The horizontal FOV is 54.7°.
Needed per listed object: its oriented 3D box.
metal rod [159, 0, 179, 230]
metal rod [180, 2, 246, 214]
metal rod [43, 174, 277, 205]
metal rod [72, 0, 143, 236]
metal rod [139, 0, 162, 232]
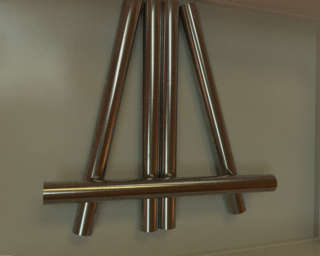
[{"bbox_3d":[0.011,-0.018,0.413,0.025,0.025,0.298,1,90,-20],"label":"metal rod"},{"bbox_3d":[0.075,-0.023,0.437,0.025,0.025,0.298,-17,96,-19],"label":"metal rod"},{"bbox_3d":[0.016,0.074,0.387,0.302,0.025,0.025,1,90,-20],"label":"metal rod"},{"bbox_3d":[-0.064,-0.019,0.386,0.025,0.025,0.298,13,86,-20],"label":"metal rod"},{"bbox_3d":[-0.012,-0.017,0.405,0.025,0.025,0.298,1,90,-20],"label":"metal rod"}]
